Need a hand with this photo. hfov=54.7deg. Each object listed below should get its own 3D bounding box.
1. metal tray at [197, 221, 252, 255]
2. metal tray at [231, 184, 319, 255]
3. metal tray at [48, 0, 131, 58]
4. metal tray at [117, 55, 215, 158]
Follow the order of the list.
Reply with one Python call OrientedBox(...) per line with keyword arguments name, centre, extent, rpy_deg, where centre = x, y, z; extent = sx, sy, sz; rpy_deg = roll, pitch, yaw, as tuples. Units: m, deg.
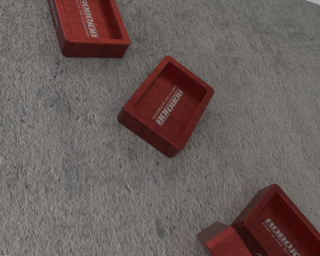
OrientedBox(name="metal tray", centre=(0.089, 0.160, 0.309), extent=(0.030, 0.090, 0.130), rpy_deg=(-32, 78, -7))
OrientedBox(name="metal tray", centre=(0.162, 0.149, 0.396), extent=(0.091, 0.030, 0.130), rpy_deg=(-34, 81, -38))
OrientedBox(name="metal tray", centre=(-0.104, -0.161, 0.441), extent=(0.091, 0.030, 0.130), rpy_deg=(-7, 65, -31))
OrientedBox(name="metal tray", centre=(0.013, -0.034, 0.427), extent=(0.090, 0.030, 0.130), rpy_deg=(36, 51, -4))
